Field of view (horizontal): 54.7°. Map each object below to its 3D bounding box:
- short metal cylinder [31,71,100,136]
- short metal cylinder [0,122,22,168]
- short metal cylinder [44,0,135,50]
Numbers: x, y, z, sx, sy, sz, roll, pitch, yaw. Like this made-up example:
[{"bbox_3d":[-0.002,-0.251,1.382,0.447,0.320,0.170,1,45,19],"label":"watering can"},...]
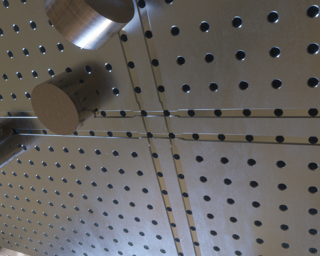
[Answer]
[{"bbox_3d":[-0.134,-0.036,0.444,0.080,0.050,0.079,13,124,21],"label":"short metal cylinder"},{"bbox_3d":[-0.310,0.034,0.579,0.080,0.050,0.079,13,124,21],"label":"short metal cylinder"},{"bbox_3d":[-0.075,-0.132,0.333,0.050,0.080,0.080,-30,102,38],"label":"short metal cylinder"}]
